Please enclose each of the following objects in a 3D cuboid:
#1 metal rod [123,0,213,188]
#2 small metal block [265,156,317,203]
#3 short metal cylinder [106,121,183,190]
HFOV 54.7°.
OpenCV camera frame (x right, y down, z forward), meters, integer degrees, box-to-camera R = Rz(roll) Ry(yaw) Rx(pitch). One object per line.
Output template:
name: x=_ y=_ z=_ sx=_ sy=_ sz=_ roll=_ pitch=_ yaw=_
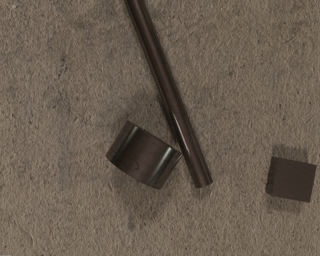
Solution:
metal rod: x=0.005 y=-0.064 z=0.410 sx=0.025 sy=0.025 sz=0.299 roll=-21 pitch=90 yaw=0
small metal block: x=0.174 y=0.068 z=0.412 sx=0.050 sy=0.025 sz=0.050 roll=11 pitch=90 yaw=-1
short metal cylinder: x=-0.019 y=0.033 z=0.382 sx=0.080 sy=0.080 sz=0.050 roll=32 pitch=90 yaw=-1
